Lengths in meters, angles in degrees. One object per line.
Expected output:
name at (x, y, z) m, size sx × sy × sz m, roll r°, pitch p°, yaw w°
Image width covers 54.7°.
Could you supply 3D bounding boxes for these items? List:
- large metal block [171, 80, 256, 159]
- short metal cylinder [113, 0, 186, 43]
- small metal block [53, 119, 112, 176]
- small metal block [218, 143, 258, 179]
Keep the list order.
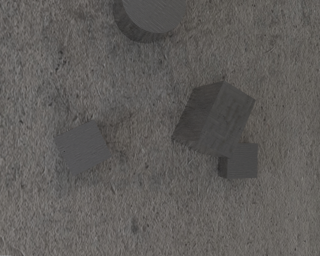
large metal block at (0.067, -0.010, 0.404) m, size 0.050 × 0.080 × 0.080 m, roll 28°, pitch 81°, yaw -18°
short metal cylinder at (-0.014, -0.153, 0.390) m, size 0.081 × 0.050 × 0.079 m, roll 0°, pitch 90°, yaw -20°
small metal block at (-0.094, 0.023, 0.375) m, size 0.050 × 0.025 × 0.050 m, roll -27°, pitch 99°, yaw -18°
small metal block at (0.113, 0.047, 0.451) m, size 0.050 × 0.025 × 0.050 m, roll 2°, pitch 90°, yaw -20°
